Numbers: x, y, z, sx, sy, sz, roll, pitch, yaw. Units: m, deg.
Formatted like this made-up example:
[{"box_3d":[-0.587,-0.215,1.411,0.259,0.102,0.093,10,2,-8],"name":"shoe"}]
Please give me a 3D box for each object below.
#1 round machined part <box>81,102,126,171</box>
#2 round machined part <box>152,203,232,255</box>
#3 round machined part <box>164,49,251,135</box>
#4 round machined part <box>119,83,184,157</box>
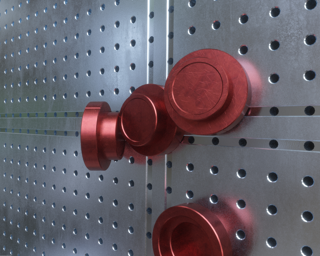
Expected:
[{"box_3d":[-0.076,0.011,0.438,0.042,0.098,0.097,0,90,4],"name":"round machined part"},{"box_3d":[0.041,0.137,0.365,0.098,0.042,0.097,0,90,40],"name":"round machined part"},{"box_3d":[0.048,-0.041,0.345,0.098,0.042,0.098,-2,86,26],"name":"round machined part"},{"box_3d":[-0.017,-0.011,0.413,0.098,0.042,0.097,0,90,40],"name":"round machined part"}]
